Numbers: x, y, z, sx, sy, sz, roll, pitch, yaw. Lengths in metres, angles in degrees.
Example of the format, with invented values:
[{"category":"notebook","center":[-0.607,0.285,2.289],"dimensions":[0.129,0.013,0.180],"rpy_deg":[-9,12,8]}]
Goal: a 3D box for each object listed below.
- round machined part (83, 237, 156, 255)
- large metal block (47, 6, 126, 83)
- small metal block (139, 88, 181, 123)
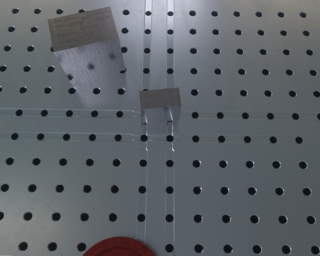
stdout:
[{"category":"round machined part","center":[-0.044,0.171,0.340],"dimensions":[0.099,0.042,0.098],"rpy_deg":[0,70,0]},{"category":"large metal block","center":[-0.096,-0.110,0.422],"dimensions":[0.081,0.080,0.050],"rpy_deg":[-14,71,-5]},{"category":"small metal block","center":[0.000,-0.029,0.409],"dimensions":[0.050,0.050,0.025],"rpy_deg":[-6,70,-2]}]
